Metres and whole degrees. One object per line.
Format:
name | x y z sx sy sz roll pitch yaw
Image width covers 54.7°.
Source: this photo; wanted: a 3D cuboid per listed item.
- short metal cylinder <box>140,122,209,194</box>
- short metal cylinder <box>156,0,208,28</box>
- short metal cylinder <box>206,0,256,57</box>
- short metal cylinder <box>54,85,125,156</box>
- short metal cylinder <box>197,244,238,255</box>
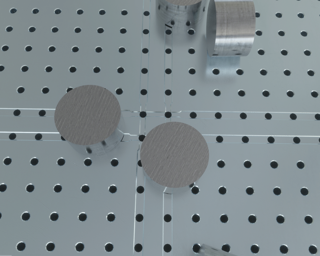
short metal cylinder | 0.017 0.038 0.385 0.081 0.050 0.080 0 70 -1
short metal cylinder | 0.033 -0.201 0.472 0.081 0.050 0.080 0 70 0
short metal cylinder | 0.097 -0.141 0.435 0.050 0.080 0.080 -1 70 -1
short metal cylinder | -0.088 -0.009 0.401 0.081 0.050 0.080 0 70 -1
short metal cylinder | 0.058 0.169 0.322 0.050 0.080 0.080 18 71 6
